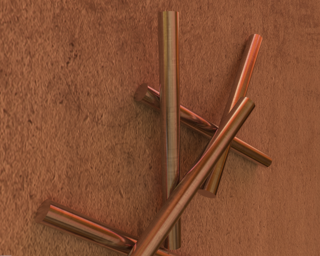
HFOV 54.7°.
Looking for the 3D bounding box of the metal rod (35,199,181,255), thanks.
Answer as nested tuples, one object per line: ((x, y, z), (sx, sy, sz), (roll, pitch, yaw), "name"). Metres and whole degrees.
((-0.016, 0.157, 0.391), (0.301, 0.025, 0.025), (37, 67, -34), "metal rod")

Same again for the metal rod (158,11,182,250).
((0.013, 0.012, 0.390), (0.025, 0.025, 0.298), (-11, 105, -40), "metal rod")

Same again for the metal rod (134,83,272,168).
((0.085, 0.008, 0.475), (0.301, 0.025, 0.025), (26, 74, -37), "metal rod")

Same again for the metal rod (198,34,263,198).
((0.114, -0.035, 0.474), (0.025, 0.025, 0.300), (43, 56, -32), "metal rod")

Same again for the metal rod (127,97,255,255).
((0.036, 0.073, 0.385), (0.301, 0.025, 0.025), (-51, 120, -21), "metal rod")
